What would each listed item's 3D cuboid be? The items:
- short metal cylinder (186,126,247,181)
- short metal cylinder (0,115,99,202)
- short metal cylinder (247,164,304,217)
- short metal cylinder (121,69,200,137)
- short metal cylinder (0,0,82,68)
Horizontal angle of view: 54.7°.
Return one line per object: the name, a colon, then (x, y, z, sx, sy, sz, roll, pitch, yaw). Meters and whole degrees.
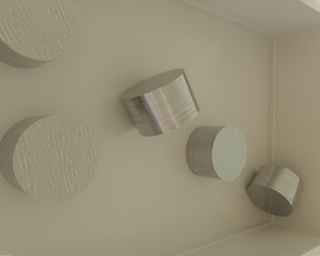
short metal cylinder: (0.085, 0.036, 0.464, 0.081, 0.050, 0.079, 0, 90, -40)
short metal cylinder: (-0.107, 0.028, 0.302, 0.081, 0.050, 0.079, 0, 90, -40)
short metal cylinder: (0.201, 0.109, 0.544, 0.050, 0.080, 0.080, -48, 119, -30)
short metal cylinder: (0.001, -0.032, 0.374, 0.080, 0.080, 0.050, -38, 114, -34)
short metal cylinder: (-0.122, -0.099, 0.289, 0.081, 0.050, 0.079, 0, 90, -40)
